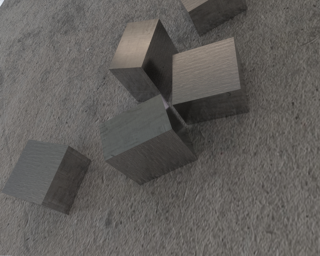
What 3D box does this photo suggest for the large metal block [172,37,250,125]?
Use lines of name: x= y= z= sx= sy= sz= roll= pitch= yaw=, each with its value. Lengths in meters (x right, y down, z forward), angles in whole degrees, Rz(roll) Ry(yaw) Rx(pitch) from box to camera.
large metal block: x=0.063 y=-0.057 z=0.390 sx=0.080 sy=0.050 sz=0.080 roll=-12 pitch=57 yaw=21

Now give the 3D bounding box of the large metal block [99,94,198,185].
large metal block: x=-0.012 y=0.017 z=0.364 sx=0.080 sy=0.080 sz=0.050 roll=-26 pitch=53 yaw=12

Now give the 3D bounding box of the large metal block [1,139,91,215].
large metal block: x=-0.155 y=0.066 z=0.429 sx=0.080 sy=0.050 sz=0.080 roll=5 pitch=64 yaw=30

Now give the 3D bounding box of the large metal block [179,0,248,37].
large metal block: x=0.074 y=-0.199 z=0.471 sx=0.080 sy=0.050 sz=0.080 roll=-28 pitch=52 yaw=10

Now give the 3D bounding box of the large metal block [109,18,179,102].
large metal block: x=-0.017 y=-0.091 z=0.433 sx=0.050 sy=0.080 sz=0.080 roll=3 pitch=63 yaw=29
